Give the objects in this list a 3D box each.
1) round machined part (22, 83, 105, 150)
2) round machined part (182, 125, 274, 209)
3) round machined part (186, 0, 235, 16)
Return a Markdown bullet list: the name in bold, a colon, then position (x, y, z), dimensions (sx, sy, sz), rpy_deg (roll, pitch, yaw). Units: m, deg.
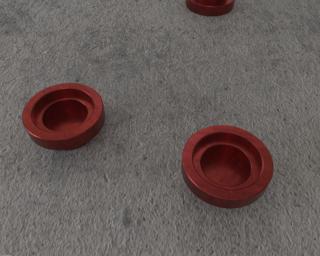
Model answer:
- **round machined part**: position (-0.120, -0.010, 0.400), dimensions (0.099, 0.042, 0.098), rpy_deg (0, 50, 0)
- **round machined part**: position (0.074, 0.047, 0.353), dimensions (0.099, 0.042, 0.098), rpy_deg (0, 50, 0)
- **round machined part**: position (0.101, -0.267, 0.617), dimensions (0.099, 0.042, 0.098), rpy_deg (0, 50, 0)
